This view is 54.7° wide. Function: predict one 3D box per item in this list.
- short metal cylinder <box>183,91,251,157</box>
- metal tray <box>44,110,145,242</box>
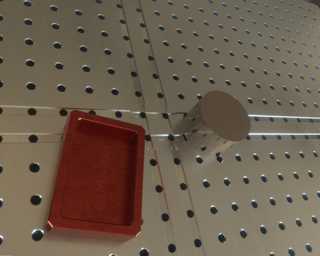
[{"bbox_3d":[0.079,-0.006,0.438,0.081,0.050,0.080,14,56,-21],"label":"short metal cylinder"},{"bbox_3d":[-0.065,0.050,0.338,0.091,0.030,0.130,14,56,-20],"label":"metal tray"}]
